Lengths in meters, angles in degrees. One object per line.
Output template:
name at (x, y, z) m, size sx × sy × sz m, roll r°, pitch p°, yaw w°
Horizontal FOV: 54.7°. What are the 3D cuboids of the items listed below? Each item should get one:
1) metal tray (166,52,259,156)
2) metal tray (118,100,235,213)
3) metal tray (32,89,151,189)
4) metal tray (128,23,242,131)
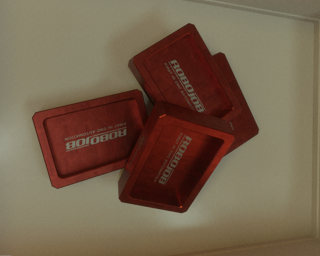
metal tray at (0.074, -0.029, 0.437) m, size 0.091 × 0.030 × 0.129 m, roll -31°, pitch 100°, yaw -18°
metal tray at (0.015, 0.039, 0.360) m, size 0.091 × 0.030 × 0.129 m, roll 16°, pitch 120°, yaw -19°
metal tray at (-0.077, 0.010, 0.380) m, size 0.131 × 0.030 × 0.089 m, roll -16°, pitch 96°, yaw -20°
metal tray at (0.033, -0.051, 0.388) m, size 0.090 × 0.030 × 0.130 m, roll -35°, pitch 102°, yaw -14°
